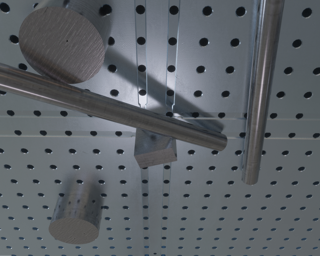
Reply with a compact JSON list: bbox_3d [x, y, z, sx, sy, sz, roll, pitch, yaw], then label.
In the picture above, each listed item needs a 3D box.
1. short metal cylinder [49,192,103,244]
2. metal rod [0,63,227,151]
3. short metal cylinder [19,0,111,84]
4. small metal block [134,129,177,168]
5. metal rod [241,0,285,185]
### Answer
[{"bbox_3d":[-0.141,0.154,0.525,0.081,0.050,0.079,0,130,0],"label":"short metal cylinder"},{"bbox_3d":[-0.040,-0.016,0.355,0.302,0.025,0.025,16,130,-30],"label":"metal rod"},{"bbox_3d":[-0.094,-0.092,0.316,0.081,0.050,0.079,0,130,0],"label":"short metal cylinder"},{"bbox_3d":[-0.005,0.023,0.415,0.050,0.050,0.025,-13,129,10],"label":"small metal block"},{"bbox_3d":[0.123,-0.034,0.383,0.025,0.025,0.298,-5,130,4],"label":"metal rod"}]
